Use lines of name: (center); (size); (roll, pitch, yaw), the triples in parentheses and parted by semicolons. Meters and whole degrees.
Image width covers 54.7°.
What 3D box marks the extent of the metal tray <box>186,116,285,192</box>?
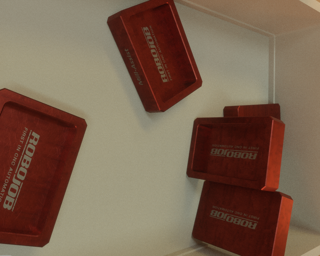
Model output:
metal tray: (0.098, 0.031, 0.423); (0.030, 0.130, 0.090); (15, 80, -40)

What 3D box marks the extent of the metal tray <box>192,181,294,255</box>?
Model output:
metal tray: (0.111, 0.127, 0.434); (0.030, 0.130, 0.090); (25, 74, -38)

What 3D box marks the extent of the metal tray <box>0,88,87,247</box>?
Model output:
metal tray: (-0.133, 0.039, 0.292); (0.090, 0.030, 0.130); (25, 74, -38)

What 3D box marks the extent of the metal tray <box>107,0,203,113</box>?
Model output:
metal tray: (-0.002, -0.096, 0.403); (0.091, 0.030, 0.129); (-36, 113, -34)

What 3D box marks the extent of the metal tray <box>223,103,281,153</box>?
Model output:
metal tray: (0.166, 0.004, 0.546); (0.131, 0.030, 0.089); (-6, 94, -40)
